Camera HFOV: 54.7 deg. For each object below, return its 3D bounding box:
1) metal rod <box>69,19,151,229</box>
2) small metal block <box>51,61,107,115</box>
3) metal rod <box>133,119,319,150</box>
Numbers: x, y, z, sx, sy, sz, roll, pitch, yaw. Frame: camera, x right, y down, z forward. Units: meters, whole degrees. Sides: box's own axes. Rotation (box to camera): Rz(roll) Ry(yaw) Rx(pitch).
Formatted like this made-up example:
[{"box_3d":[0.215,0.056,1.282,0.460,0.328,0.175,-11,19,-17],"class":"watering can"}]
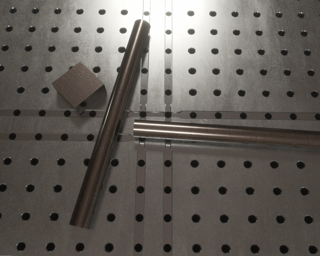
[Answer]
[{"box_3d":[-0.061,-0.019,0.417,0.025,0.025,0.299,13,70,4],"class":"metal rod"},{"box_3d":[-0.111,-0.056,0.431,0.050,0.025,0.050,-43,76,-14],"class":"small metal block"},{"box_3d":[0.117,0.010,0.409,0.302,0.025,0.025,4,70,1],"class":"metal rod"}]
